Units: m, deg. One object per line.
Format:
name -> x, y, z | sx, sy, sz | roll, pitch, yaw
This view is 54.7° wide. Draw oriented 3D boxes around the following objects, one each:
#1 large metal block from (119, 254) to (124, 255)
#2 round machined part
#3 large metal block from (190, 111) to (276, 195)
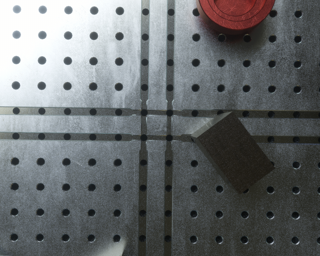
large metal block -> -0.064, 0.228, 0.400 | 0.080, 0.050, 0.080 | -32, 90, 0
round machined part -> 0.096, -0.171, 0.405 | 0.099, 0.042, 0.097 | 0, 90, 0
large metal block -> 0.085, 0.028, 0.386 | 0.050, 0.080, 0.080 | -37, 90, 0
